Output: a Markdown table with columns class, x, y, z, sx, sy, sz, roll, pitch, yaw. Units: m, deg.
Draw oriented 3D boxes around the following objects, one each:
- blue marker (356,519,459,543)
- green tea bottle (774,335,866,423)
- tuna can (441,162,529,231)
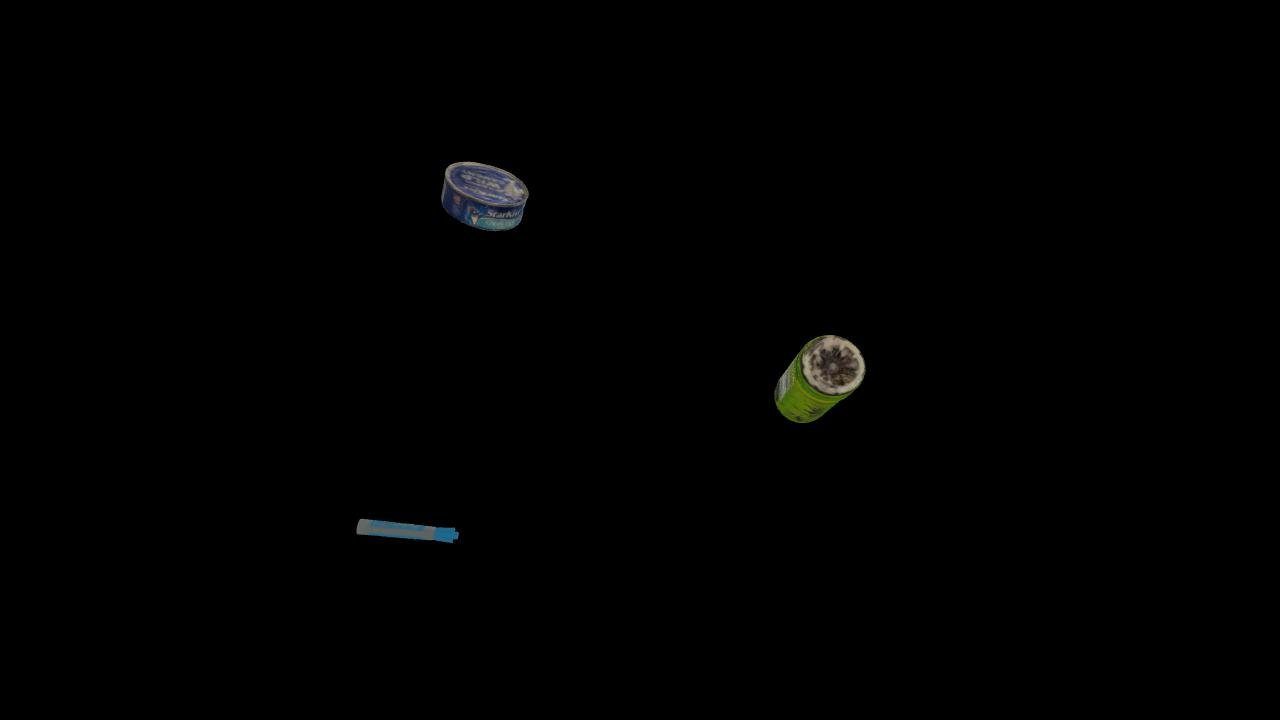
| class | x | y | z | sx | sy | sz | roll | pitch | yaw |
| --- | --- | --- | --- | --- | --- | --- | --- | --- | --- |
| blue marker | -0.290 | 0.215 | 0.771 | 0.121 | 0.020 | 0.020 | 8 | -1 | -8 |
| green tea bottle | 0.201 | 0.033 | 0.731 | 0.073 | 0.073 | 0.212 | 0 | -15 | 1 |
| tuna can | -0.159 | -0.167 | 0.630 | 0.084 | 0.034 | 0.084 | 16 | 36 | -12 |
